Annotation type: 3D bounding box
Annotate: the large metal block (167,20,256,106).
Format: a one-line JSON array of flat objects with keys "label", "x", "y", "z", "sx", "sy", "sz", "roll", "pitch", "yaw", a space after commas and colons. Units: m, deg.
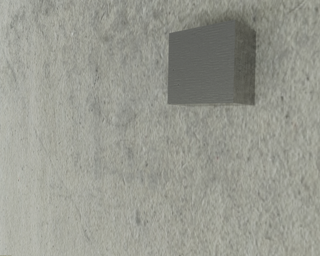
[{"label": "large metal block", "x": 0.056, "y": -0.065, "z": 0.341, "sx": 0.080, "sy": 0.050, "sz": 0.079, "roll": 2, "pitch": 91, "yaw": 39}]
